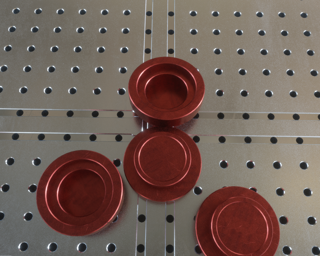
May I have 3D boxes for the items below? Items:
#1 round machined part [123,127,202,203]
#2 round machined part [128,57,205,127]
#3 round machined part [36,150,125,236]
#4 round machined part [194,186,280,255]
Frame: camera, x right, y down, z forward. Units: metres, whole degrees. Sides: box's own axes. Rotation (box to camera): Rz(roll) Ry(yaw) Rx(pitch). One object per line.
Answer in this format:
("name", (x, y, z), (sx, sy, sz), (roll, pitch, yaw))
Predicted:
("round machined part", (0.003, 0.042, 0.387), (0.099, 0.042, 0.098), (0, 70, 0))
("round machined part", (0.008, -0.044, 0.415), (0.099, 0.042, 0.098), (0, 63, -1))
("round machined part", (-0.092, 0.079, 0.373), (0.099, 0.042, 0.098), (0, 70, 0))
("round machined part", (0.091, 0.116, 0.361), (0.099, 0.042, 0.098), (0, 70, 0))
